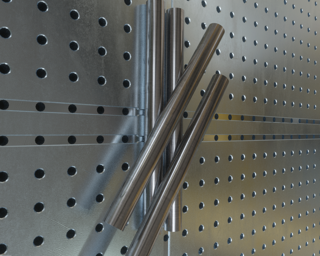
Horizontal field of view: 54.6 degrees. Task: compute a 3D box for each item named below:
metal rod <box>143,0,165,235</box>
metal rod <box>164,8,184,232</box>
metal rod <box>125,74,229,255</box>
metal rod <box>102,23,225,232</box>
[{"bbox_3d":[-0.008,-0.014,0.402,0.025,0.025,0.298,1,89,-40],"label":"metal rod"},{"bbox_3d":[0.019,-0.011,0.425,0.025,0.025,0.298,1,89,-40],"label":"metal rod"},{"bbox_3d":[0.023,0.053,0.394,0.025,0.025,0.300,42,65,-32],"label":"metal rod"},{"bbox_3d":[0.015,-0.017,0.389,0.025,0.025,0.300,42,65,-32],"label":"metal rod"}]
